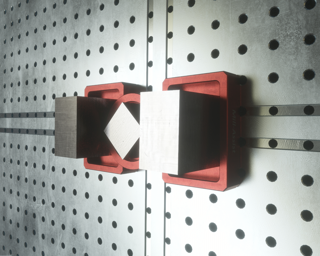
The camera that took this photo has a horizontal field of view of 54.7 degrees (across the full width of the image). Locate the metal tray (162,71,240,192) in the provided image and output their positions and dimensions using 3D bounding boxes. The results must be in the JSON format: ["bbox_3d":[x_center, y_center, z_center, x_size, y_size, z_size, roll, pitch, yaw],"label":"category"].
[{"bbox_3d":[0.046,0.003,0.367,0.090,0.030,0.129,0,90,40],"label":"metal tray"}]

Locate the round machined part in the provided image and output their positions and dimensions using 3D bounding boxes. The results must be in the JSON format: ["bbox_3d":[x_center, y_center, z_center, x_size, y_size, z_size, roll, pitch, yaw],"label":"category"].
[{"bbox_3d":[-0.023,0.004,0.406,0.098,0.042,0.097,0,90,40],"label":"round machined part"}]

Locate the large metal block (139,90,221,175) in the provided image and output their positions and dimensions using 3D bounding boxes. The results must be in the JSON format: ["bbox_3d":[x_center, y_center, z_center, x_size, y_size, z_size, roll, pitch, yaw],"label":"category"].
[{"bbox_3d":[0.024,0.003,0.336,0.050,0.081,0.079,2,91,40],"label":"large metal block"}]

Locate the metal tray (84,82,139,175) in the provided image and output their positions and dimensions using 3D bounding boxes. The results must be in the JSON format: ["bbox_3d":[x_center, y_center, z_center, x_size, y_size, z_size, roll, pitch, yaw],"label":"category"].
[{"bbox_3d":[-0.075,0.000,0.467,0.090,0.030,0.129,1,90,40],"label":"metal tray"}]

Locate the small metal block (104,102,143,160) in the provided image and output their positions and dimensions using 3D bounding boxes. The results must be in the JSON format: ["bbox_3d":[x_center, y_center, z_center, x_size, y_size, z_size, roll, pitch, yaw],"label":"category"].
[{"bbox_3d":[-0.038,0.003,0.388,0.050,0.025,0.050,52,120,27],"label":"small metal block"}]

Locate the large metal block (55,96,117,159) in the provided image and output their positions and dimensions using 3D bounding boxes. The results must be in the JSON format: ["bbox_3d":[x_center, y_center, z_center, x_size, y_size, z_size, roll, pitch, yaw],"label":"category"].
[{"bbox_3d":[-0.099,-0.001,0.438,0.050,0.081,0.080,1,91,40],"label":"large metal block"}]
